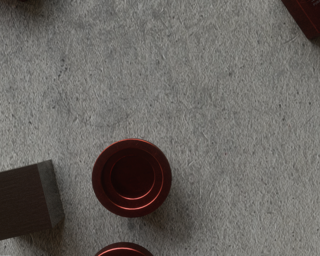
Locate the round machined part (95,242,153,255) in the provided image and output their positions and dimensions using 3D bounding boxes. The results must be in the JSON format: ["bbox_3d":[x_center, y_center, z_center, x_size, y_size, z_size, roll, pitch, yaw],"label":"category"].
[{"bbox_3d":[-0.047,0.196,0.401,0.099,0.042,0.097,0,90,-1],"label":"round machined part"}]

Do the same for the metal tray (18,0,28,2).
[{"bbox_3d":[-0.225,-0.233,0.404,0.131,0.030,0.090,21,90,-1],"label":"metal tray"}]

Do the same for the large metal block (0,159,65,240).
[{"bbox_3d":[-0.177,0.090,0.395,0.080,0.050,0.080,-14,90,-1],"label":"large metal block"}]

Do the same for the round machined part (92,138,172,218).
[{"bbox_3d":[-0.035,0.062,0.401,0.099,0.042,0.097,0,90,-1],"label":"round machined part"}]

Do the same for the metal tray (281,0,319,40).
[{"bbox_3d":[0.233,-0.191,0.410,0.130,0.030,0.090,-34,90,-1],"label":"metal tray"}]
